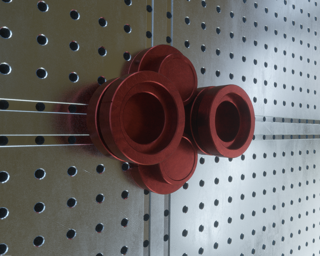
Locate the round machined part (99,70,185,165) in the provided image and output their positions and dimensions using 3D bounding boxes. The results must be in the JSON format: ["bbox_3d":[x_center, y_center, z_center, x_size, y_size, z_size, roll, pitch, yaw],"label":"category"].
[{"bbox_3d":[-0.023,-0.011,0.336,0.099,0.042,0.097,0,90,-40],"label":"round machined part"}]

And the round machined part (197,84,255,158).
[{"bbox_3d":[0.084,-0.009,0.425,0.099,0.042,0.097,0,90,-40],"label":"round machined part"}]

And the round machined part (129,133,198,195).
[{"bbox_3d":[0.011,0.038,0.405,0.099,0.042,0.097,0,90,-40],"label":"round machined part"}]

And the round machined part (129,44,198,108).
[{"bbox_3d":[0.011,-0.060,0.406,0.099,0.042,0.097,0,90,-40],"label":"round machined part"}]

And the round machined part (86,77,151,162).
[{"bbox_3d":[-0.041,-0.010,0.362,0.099,0.042,0.097,0,90,-40],"label":"round machined part"}]

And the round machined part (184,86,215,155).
[{"bbox_3d":[0.064,-0.010,0.449,0.099,0.042,0.097,0,90,-40],"label":"round machined part"}]
